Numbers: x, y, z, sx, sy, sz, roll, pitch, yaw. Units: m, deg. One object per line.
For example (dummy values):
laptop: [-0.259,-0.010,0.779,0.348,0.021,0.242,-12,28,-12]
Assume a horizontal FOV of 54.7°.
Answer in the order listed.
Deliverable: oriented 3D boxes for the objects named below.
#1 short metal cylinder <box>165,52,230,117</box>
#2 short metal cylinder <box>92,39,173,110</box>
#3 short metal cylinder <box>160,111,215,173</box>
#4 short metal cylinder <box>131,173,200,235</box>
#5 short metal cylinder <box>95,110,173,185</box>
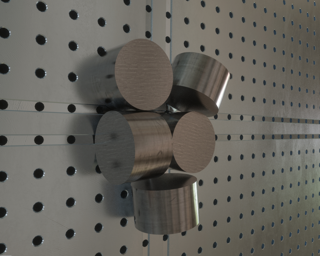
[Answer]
short metal cylinder: [0.046,-0.055,0.412,0.080,0.080,0.050,35,68,-35]
short metal cylinder: [-0.031,-0.060,0.366,0.081,0.050,0.079,0,91,-39]
short metal cylinder: [0.029,0.018,0.417,0.081,0.050,0.079,-1,91,-40]
short metal cylinder: [0.007,0.089,0.378,0.081,0.080,0.050,-8,96,-40]
short metal cylinder: [-0.031,0.020,0.348,0.050,0.080,0.079,-3,92,-41]
